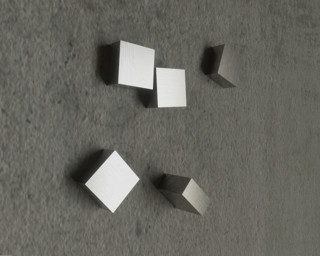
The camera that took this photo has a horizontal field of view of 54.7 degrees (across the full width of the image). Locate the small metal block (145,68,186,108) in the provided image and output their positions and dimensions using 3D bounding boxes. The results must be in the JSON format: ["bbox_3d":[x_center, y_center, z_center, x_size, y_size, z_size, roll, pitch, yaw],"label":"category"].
[{"bbox_3d":[0.007,-0.053,0.413,0.050,0.025,0.050,-5,94,-40],"label":"small metal block"}]

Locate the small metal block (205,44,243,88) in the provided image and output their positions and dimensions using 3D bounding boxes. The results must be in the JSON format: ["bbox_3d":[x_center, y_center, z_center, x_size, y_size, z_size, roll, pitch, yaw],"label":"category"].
[{"bbox_3d":[0.103,-0.097,0.494,0.050,0.025,0.050,25,74,-38],"label":"small metal block"}]

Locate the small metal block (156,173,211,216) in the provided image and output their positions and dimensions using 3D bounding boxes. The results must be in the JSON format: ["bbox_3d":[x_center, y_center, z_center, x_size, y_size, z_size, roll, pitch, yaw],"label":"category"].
[{"bbox_3d":[0.032,0.089,0.418,0.050,0.050,0.025,50,60,-29],"label":"small metal block"}]

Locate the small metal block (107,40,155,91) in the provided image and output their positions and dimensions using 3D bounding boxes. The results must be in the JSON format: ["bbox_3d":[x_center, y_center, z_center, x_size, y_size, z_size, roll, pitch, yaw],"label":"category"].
[{"bbox_3d":[-0.035,-0.074,0.377,0.050,0.025,0.050,4,87,-40],"label":"small metal block"}]

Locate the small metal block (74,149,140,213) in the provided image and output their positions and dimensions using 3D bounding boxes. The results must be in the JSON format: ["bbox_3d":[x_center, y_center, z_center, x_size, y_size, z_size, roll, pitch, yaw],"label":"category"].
[{"bbox_3d":[-0.060,0.060,0.357,0.050,0.025,0.050,-51,120,-28],"label":"small metal block"}]
